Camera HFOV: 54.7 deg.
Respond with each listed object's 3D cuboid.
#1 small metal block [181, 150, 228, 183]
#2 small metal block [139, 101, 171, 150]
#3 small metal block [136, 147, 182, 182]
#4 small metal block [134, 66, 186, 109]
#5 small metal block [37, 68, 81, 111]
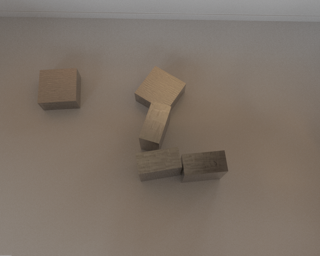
[{"bbox_3d":[0.052,0.048,0.379,0.050,0.050,0.025,-5,70,-2],"label":"small metal block"},{"bbox_3d":[-0.006,0.001,0.396,0.025,0.050,0.050,17,71,5],"label":"small metal block"},{"bbox_3d":[-0.002,0.045,0.380,0.050,0.050,0.025,-9,71,-4],"label":"small metal block"},{"bbox_3d":[0.001,-0.049,0.428,0.050,0.025,0.050,32,73,10],"label":"small metal block"},{"bbox_3d":[-0.138,-0.053,0.427,0.050,0.025,0.050,-4,70,-2],"label":"small metal block"}]
